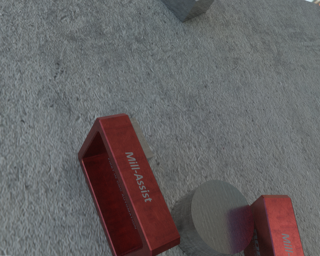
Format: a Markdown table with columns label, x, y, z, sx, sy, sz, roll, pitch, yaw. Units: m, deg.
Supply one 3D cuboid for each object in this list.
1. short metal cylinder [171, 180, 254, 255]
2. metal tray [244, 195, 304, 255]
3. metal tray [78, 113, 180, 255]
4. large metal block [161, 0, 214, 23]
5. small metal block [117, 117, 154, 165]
| label | x | y | z | sx | sy | sz | roll | pitch | yaw |
| --- | --- | --- | --- | --- | --- | --- | --- | --- | --- |
| short metal cylinder | 0.059 | 0.106 | 0.355 | 0.081 | 0.050 | 0.080 | 14 | 56 | -21 |
| metal tray | 0.122 | 0.148 | 0.334 | 0.030 | 0.090 | 0.130 | 1 | 59 | -4 |
| metal tray | -0.037 | 0.063 | 0.303 | 0.030 | 0.090 | 0.130 | -12 | 68 | -33 |
| large metal block | 0.049 | -0.249 | 0.566 | 0.080 | 0.050 | 0.080 | 48 | 51 | 5 |
| small metal block | -0.038 | 0.023 | 0.353 | 0.025 | 0.050 | 0.050 | -15 | 70 | -34 |
